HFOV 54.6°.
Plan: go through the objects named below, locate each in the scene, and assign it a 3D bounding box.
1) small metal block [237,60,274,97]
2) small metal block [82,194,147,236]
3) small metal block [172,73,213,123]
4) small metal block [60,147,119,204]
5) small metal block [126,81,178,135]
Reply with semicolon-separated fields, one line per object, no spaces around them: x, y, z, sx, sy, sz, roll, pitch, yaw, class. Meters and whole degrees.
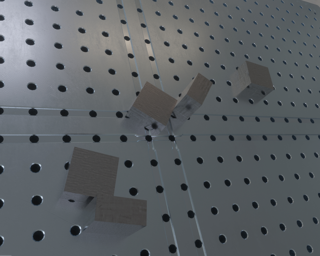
0.170;-0.087;0.552;0.050;0.025;0.050;11;57;-22;small metal block
-0.046;0.089;0.312;0.050;0.050;0.025;13;57;-21;small metal block
0.044;-0.042;0.441;0.025;0.050;0.050;35;51;-6;small metal block
-0.075;0.053;0.335;0.050;0.025;0.050;16;55;-19;small metal block
-0.010;-0.027;0.419;0.050;0.025;0.050;31;52;-8;small metal block
